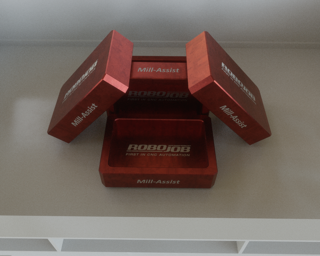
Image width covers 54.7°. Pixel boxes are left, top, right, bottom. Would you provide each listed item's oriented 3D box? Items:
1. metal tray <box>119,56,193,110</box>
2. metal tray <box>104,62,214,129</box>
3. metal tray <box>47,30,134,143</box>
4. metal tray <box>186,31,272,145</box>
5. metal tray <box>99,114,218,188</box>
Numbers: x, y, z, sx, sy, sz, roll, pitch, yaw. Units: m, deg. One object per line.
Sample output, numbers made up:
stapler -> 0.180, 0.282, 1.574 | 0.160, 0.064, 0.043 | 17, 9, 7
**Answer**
metal tray -> 0.002, -0.066, 0.455 | 0.131, 0.030, 0.090 | 0, 50, -1
metal tray -> -0.002, -0.039, 0.393 | 0.131, 0.089, 0.030 | 1, 50, 0
metal tray -> -0.087, -0.049, 0.384 | 0.030, 0.130, 0.090 | 31, 41, -30
metal tray -> 0.085, -0.047, 0.383 | 0.030, 0.130, 0.090 | -30, 41, 32
metal tray -> -0.002, 0.026, 0.376 | 0.131, 0.030, 0.090 | 1, 50, -1
